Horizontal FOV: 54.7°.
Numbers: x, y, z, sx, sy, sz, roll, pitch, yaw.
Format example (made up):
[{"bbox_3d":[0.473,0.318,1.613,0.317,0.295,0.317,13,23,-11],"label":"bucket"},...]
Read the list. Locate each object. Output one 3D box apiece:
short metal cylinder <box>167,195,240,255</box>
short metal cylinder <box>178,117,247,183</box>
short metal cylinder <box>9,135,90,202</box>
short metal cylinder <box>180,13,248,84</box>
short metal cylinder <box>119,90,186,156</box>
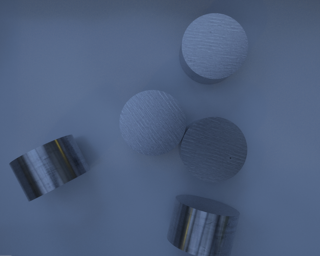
[{"bbox_3d":[0.053,0.119,0.384,0.080,0.080,0.050,13,90,0],"label":"short metal cylinder"},{"bbox_3d":[0.065,0.026,0.399,0.081,0.050,0.080,0,90,0],"label":"short metal cylinder"},{"bbox_3d":[-0.134,0.048,0.383,0.080,0.080,0.050,-27,90,0],"label":"short metal cylinder"},{"bbox_3d":[0.067,-0.099,0.399,0.081,0.050,0.080,0,90,0],"label":"short metal cylinder"},{"bbox_3d":[-0.009,-0.006,0.399,0.081,0.050,0.080,0,90,0],"label":"short metal cylinder"}]
